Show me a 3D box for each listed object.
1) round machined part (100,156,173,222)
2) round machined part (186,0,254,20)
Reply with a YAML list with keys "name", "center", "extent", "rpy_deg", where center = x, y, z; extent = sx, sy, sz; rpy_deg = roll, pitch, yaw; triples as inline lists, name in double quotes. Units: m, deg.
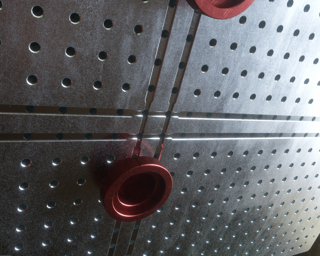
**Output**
- name: "round machined part"
  center: [-0.036, 0.079, 0.431]
  extent: [0.099, 0.042, 0.097]
  rpy_deg: [-14, 125, -21]
- name: "round machined part"
  center: [0.063, -0.171, 0.331]
  extent: [0.099, 0.042, 0.097]
  rpy_deg: [-14, 125, -21]
